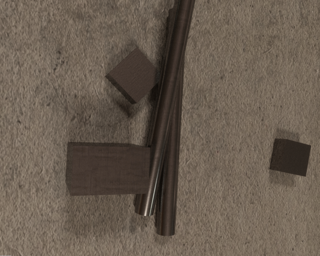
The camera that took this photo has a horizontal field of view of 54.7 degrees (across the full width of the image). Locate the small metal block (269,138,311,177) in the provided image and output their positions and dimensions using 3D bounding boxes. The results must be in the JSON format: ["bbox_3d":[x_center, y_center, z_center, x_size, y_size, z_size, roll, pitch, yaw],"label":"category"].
[{"bbox_3d":[0.205,0.046,0.487,0.050,0.025,0.050,13,86,-20],"label":"small metal block"}]

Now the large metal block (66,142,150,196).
[{"bbox_3d":[-0.063,0.044,0.357,0.081,0.080,0.050,3,89,-20],"label":"large metal block"}]

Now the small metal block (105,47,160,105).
[{"bbox_3d":[-0.033,-0.066,0.398,0.050,0.025,0.050,-47,105,-14],"label":"small metal block"}]

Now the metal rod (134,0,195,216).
[{"bbox_3d":[0.007,-0.036,0.391,0.025,0.025,0.298,9,95,-20],"label":"metal rod"}]

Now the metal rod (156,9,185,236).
[{"bbox_3d":[0.016,-0.009,0.415,0.025,0.025,0.298,4,89,-20],"label":"metal rod"}]
